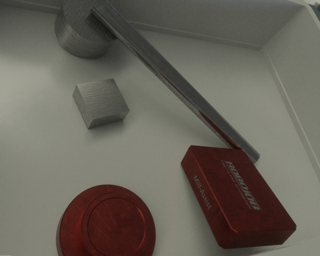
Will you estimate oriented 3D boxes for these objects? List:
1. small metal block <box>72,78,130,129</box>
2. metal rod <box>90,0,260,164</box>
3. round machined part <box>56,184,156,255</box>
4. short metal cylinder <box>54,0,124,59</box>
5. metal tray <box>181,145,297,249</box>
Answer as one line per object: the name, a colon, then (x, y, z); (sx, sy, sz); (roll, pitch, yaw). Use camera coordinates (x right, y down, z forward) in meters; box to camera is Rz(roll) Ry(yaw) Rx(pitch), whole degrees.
small metal block: (-0.074, -0.031, 0.386); (0.050, 0.025, 0.050); (-17, 71, -35)
metal rod: (0.029, -0.053, 0.417); (0.300, 0.025, 0.025); (43, 50, -14)
round machined part: (-0.048, 0.102, 0.307); (0.099, 0.042, 0.098); (14, 56, -21)
short metal cylinder: (-0.094, -0.139, 0.412); (0.081, 0.050, 0.080); (8, 74, -29)
metal tray: (0.089, 0.077, 0.374); (0.091, 0.030, 0.130); (7, 36, -25)
